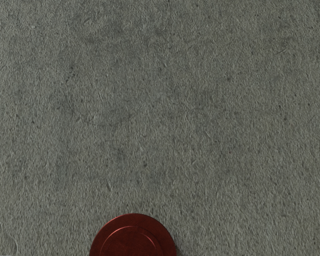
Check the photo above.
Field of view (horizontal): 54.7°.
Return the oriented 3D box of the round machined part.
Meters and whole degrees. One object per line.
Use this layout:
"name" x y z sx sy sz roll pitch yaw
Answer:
"round machined part" -0.030 0.145 0.346 0.099 0.042 0.098 0 70 0
